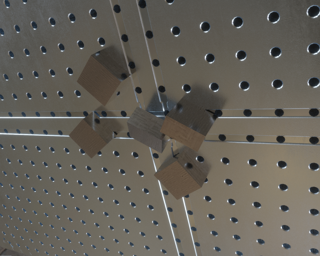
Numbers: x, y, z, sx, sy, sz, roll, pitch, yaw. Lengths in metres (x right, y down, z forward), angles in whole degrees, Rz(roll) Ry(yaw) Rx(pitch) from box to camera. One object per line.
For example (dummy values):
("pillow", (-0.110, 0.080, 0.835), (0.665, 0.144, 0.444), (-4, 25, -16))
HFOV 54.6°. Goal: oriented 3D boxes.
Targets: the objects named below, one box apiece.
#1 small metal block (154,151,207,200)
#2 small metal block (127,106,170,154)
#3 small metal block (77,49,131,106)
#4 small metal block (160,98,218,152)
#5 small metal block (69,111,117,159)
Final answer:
("small metal block", (0.029, 0.068, 0.438), (0.050, 0.025, 0.050), (48, 129, -5))
("small metal block", (-0.013, 0.004, 0.407), (0.050, 0.025, 0.050), (28, 159, 11))
("small metal block", (-0.075, -0.066, 0.411), (0.050, 0.025, 0.050), (42, 129, -1))
("small metal block", (0.036, -0.005, 0.374), (0.050, 0.050, 0.025), (28, 128, 10))
("small metal block", (-0.103, 0.011, 0.474), (0.050, 0.025, 0.050), (47, 129, -5))
